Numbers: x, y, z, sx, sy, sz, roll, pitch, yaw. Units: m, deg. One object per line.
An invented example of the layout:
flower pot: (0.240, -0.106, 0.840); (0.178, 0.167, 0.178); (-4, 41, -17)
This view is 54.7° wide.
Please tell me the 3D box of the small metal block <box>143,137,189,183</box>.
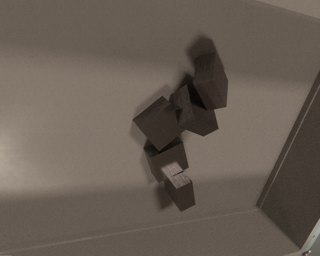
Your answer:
small metal block: (0.010, 0.043, 0.442); (0.050, 0.025, 0.050); (-25, 128, -13)

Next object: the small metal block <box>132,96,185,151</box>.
small metal block: (0.001, -0.005, 0.408); (0.050, 0.025, 0.050); (-39, 130, -2)

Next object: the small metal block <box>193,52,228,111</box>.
small metal block: (0.065, -0.059, 0.391); (0.025, 0.050, 0.050); (-11, 135, 27)

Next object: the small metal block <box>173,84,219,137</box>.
small metal block: (0.046, -0.022, 0.400); (0.050, 0.050, 0.025); (20, 141, -41)

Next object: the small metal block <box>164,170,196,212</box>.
small metal block: (0.027, 0.087, 0.463); (0.025, 0.050, 0.050); (-22, 127, -15)
